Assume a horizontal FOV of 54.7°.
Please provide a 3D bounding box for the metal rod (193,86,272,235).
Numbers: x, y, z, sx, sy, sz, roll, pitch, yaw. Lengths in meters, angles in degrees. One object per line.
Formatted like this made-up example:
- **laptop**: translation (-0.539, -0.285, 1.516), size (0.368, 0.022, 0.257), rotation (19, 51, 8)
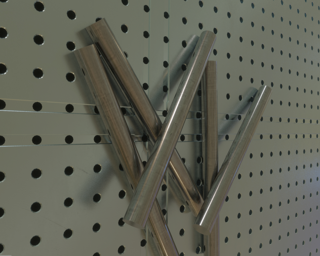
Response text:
- **metal rod**: translation (0.126, 0.032, 0.493), size (0.025, 0.025, 0.301), rotation (55, 51, -26)

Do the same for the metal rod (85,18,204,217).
- **metal rod**: translation (-0.006, 0.002, 0.405), size (0.025, 0.025, 0.299), rotation (-44, 117, -31)

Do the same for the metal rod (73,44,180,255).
- **metal rod**: translation (-0.034, 0.046, 0.382), size (0.025, 0.025, 0.298), rotation (-32, 110, -36)

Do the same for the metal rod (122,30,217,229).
- **metal rod**: translation (0.023, -0.018, 0.401), size (0.025, 0.025, 0.300), rotation (43, 55, -32)

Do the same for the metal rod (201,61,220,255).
- **metal rod**: translation (0.077, 0.048, 0.476), size (0.025, 0.025, 0.298), rotation (-2, 91, -40)
